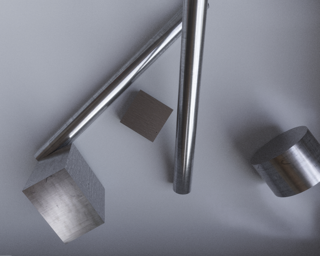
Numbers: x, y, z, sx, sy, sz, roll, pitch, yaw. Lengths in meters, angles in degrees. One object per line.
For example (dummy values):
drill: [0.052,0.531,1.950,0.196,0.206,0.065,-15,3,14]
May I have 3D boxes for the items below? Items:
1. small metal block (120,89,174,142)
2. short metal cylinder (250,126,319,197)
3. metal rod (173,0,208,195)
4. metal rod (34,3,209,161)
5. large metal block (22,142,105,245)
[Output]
small metal block: [-0.017,-0.016,0.411,0.050,0.025,0.050,32,90,-1]
short metal cylinder: [0.162,0.041,0.386,0.080,0.080,0.050,-37,90,0]
metal rod: [0.034,-0.054,0.351,0.025,0.025,0.298,2,115,-1]
metal rod: [-0.050,-0.063,0.410,0.300,0.025,0.025,-45,91,-1]
large metal block: [-0.109,0.074,0.372,0.050,0.080,0.080,-29,110,0]
